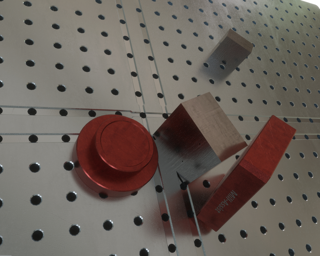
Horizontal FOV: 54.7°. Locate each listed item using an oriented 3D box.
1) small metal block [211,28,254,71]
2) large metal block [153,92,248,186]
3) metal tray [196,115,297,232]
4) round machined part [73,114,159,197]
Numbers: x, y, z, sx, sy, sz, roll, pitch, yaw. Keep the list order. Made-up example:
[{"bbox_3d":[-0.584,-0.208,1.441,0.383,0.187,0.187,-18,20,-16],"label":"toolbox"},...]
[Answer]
[{"bbox_3d":[0.126,-0.136,0.543,0.050,0.050,0.025,32,52,-8],"label":"small metal block"},{"bbox_3d":[0.047,0.015,0.389,0.050,0.080,0.080,-24,75,-36],"label":"large metal block"},{"bbox_3d":[0.096,0.055,0.356,0.030,0.129,0.090,37,50,13],"label":"metal tray"},{"bbox_3d":[-0.046,0.026,0.357,0.099,0.042,0.098,14,56,-21],"label":"round machined part"}]
